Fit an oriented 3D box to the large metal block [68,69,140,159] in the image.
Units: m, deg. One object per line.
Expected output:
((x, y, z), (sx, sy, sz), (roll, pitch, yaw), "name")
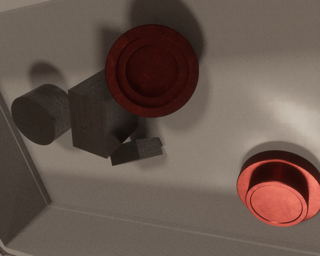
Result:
((-0.068, -0.022, 0.394), (0.050, 0.080, 0.079), (18, 125, 18), "large metal block")

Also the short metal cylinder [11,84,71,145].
((-0.174, -0.021, 0.469), (0.080, 0.050, 0.079), (13, 124, 20), "short metal cylinder")

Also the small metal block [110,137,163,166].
((-0.033, 0.032, 0.424), (0.050, 0.050, 0.025), (-18, 82, 35), "small metal block")

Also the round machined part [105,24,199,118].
((-0.009, -0.063, 0.344), (0.099, 0.042, 0.097), (-1, 107, -3), "round machined part")

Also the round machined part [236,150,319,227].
((0.141, 0.079, 0.372), (0.098, 0.042, 0.097), (13, 124, 20), "round machined part")
